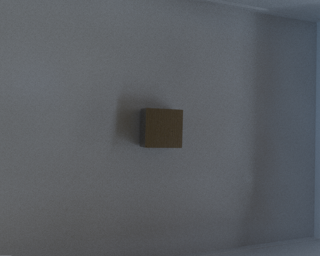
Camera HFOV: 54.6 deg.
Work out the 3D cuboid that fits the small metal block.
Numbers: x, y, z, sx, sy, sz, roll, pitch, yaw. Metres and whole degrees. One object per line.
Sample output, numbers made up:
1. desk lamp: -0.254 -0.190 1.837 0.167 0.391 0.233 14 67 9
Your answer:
1. small metal block: 0.002 0.000 0.407 0.050 0.025 0.050 2 90 -20
